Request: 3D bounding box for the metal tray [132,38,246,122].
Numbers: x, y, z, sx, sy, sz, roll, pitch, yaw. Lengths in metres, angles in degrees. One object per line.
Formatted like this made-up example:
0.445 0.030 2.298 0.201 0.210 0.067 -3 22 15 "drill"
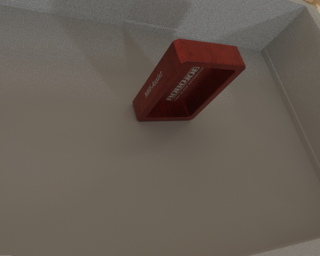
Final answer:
0.031 -0.053 0.389 0.091 0.129 0.030 -2 63 -30 "metal tray"
